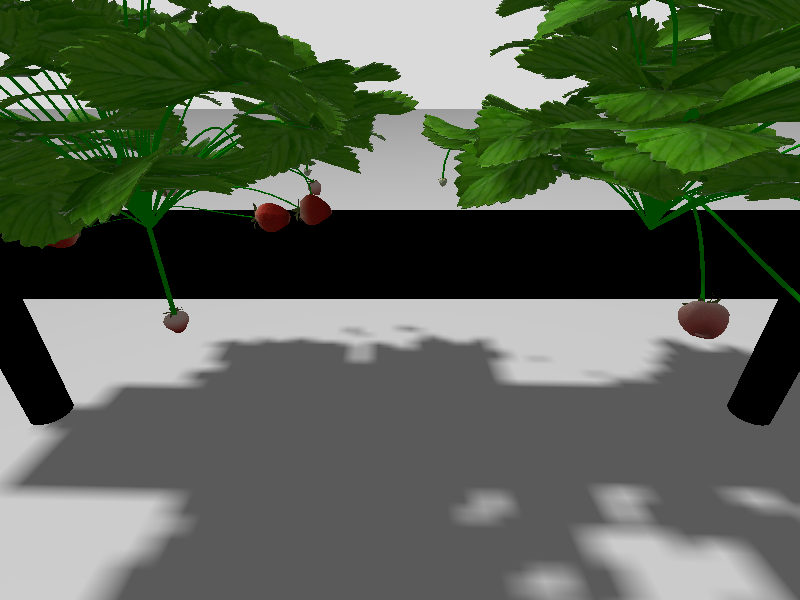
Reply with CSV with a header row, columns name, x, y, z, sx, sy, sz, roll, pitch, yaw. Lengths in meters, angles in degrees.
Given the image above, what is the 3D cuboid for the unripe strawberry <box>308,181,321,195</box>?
name,x,y,z,sx,sy,sz,roll,pitch,yaw
unripe strawberry,-0.102,-0.134,0.482,0.017,0.017,0.015,22,56,36

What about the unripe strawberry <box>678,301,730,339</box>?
name,x,y,z,sx,sy,sz,roll,pitch,yaw
unripe strawberry,0.148,0.010,0.196,0.020,0.018,0.018,11,-35,20

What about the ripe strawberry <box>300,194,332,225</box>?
name,x,y,z,sx,sy,sz,roll,pitch,yaw
ripe strawberry,-0.078,-0.083,0.370,0.029,0.028,0.026,-1,27,-7

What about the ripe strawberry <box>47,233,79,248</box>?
name,x,y,z,sx,sy,sz,roll,pitch,yaw
ripe strawberry,-0.268,-0.053,0.310,0.029,0.025,0.029,22,35,36

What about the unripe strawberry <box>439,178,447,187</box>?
name,x,y,z,sx,sy,sz,roll,pitch,yaw
unripe strawberry,0.051,-0.140,0.476,0.010,0.010,0.009,20,33,33

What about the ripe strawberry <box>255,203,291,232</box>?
name,x,y,z,sx,sy,sz,roll,pitch,yaw
ripe strawberry,-0.110,-0.072,0.347,0.028,0.024,0.028,2,27,4

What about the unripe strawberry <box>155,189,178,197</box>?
name,x,y,z,sx,sy,sz,roll,pitch,yaw
unripe strawberry,-0.278,-0.138,0.476,0.027,0.029,0.030,-10,28,-19

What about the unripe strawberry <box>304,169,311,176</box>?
name,x,y,z,sx,sy,sz,roll,pitch,yaw
unripe strawberry,-0.127,-0.175,0.548,0.009,0.010,0.010,12,29,21
